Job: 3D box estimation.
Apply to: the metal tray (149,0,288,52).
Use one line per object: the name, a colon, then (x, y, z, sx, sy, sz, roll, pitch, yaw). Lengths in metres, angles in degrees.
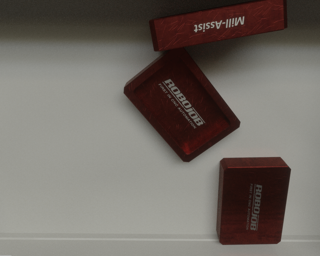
metal tray: (0.056, -0.113, 0.335, 0.131, 0.090, 0.030, -9, 110, 3)

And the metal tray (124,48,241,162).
metal tray: (0.029, -0.030, 0.397, 0.090, 0.030, 0.130, -37, 106, 12)

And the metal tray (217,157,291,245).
metal tray: (0.132, 0.107, 0.449, 0.091, 0.030, 0.129, -1, 110, 0)
